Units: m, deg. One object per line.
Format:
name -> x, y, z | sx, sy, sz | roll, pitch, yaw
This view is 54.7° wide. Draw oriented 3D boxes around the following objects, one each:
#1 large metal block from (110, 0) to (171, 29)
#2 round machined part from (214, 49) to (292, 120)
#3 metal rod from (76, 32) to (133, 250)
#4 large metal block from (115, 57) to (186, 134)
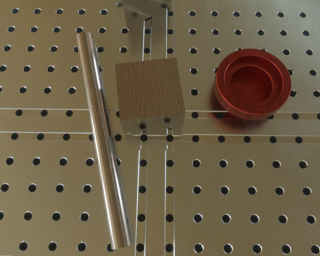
large metal block -> -0.030, -0.207, 0.458 | 0.080, 0.080, 0.050 | -30, 73, -10
round machined part -> 0.123, -0.056, 0.424 | 0.099, 0.042, 0.098 | 0, 70, 0
metal rod -> -0.078, 0.002, 0.410 | 0.025, 0.025, 0.299 | -12, 71, -5
large metal block -> -0.014, -0.042, 0.414 | 0.081, 0.050, 0.080 | -7, 70, -3
